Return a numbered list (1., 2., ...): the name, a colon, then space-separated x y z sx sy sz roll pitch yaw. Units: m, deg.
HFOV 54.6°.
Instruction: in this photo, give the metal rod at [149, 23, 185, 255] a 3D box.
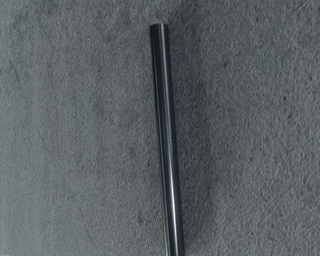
1. metal rod: 0.009 0.016 0.398 0.025 0.025 0.299 -7 86 40
